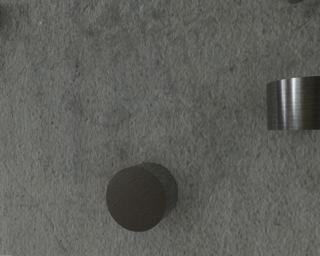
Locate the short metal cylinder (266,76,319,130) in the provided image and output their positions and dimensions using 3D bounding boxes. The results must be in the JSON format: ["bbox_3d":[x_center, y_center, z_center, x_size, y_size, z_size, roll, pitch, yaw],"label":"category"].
[{"bbox_3d":[0.155,-0.023,0.325,0.080,0.080,0.050,-1,90,19],"label":"short metal cylinder"}]

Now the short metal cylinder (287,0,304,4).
[{"bbox_3d":[0.158,-0.179,0.324,0.080,0.080,0.050,-33,80,17],"label":"short metal cylinder"}]

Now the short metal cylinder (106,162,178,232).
[{"bbox_3d":[-0.022,0.087,0.403,0.080,0.050,0.079,0,90,19],"label":"short metal cylinder"}]
